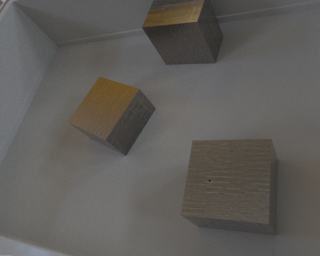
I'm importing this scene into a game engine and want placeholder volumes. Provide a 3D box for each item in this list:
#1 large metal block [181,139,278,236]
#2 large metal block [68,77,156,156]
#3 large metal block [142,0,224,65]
[{"bbox_3d":[0.074,0.059,0.315,0.080,0.050,0.080,-2,61,27],"label":"large metal block"},{"bbox_3d":[-0.067,-0.018,0.436,0.080,0.050,0.080,21,73,36],"label":"large metal block"},{"bbox_3d":[0.035,-0.135,0.435,0.080,0.080,0.050,5,64,30],"label":"large metal block"}]
